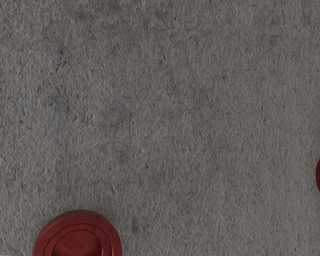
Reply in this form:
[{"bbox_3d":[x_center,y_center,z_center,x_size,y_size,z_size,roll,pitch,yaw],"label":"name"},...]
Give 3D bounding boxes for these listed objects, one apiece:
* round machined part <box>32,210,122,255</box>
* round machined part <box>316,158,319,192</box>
[{"bbox_3d":[-0.097,0.144,0.364,0.099,0.042,0.097,0,90,-20],"label":"round machined part"},{"bbox_3d":[0.313,0.079,0.515,0.099,0.042,0.097,0,90,-20],"label":"round machined part"}]
